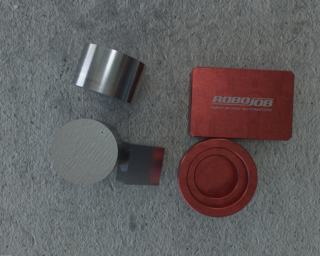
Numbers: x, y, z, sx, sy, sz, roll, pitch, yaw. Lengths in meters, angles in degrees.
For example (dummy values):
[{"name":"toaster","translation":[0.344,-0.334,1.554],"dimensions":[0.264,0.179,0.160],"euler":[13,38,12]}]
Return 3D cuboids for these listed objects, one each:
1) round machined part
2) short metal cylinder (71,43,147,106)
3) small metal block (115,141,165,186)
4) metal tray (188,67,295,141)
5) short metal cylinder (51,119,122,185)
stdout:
[{"name":"round machined part","translation":[0.072,0.062,0.402],"dimensions":[0.099,0.042,0.097],"euler":[0,90,0]},{"name":"short metal cylinder","translation":[-0.062,-0.064,0.382],"dimensions":[0.080,0.080,0.050],"euler":[19,90,0]},{"name":"small metal block","translation":[-0.025,0.046,0.398],"dimensions":[0.050,0.025,0.050],"euler":[10,90,-35]},{"name":"metal tray","translation":[0.105,-0.031,0.408],"dimensions":[0.131,0.030,0.089],"euler":[2,90,0]},{"name":"short metal cylinder","translation":[-0.091,0.028,0.397],"dimensions":[0.081,0.050,0.080],"euler":[0,90,0]}]
